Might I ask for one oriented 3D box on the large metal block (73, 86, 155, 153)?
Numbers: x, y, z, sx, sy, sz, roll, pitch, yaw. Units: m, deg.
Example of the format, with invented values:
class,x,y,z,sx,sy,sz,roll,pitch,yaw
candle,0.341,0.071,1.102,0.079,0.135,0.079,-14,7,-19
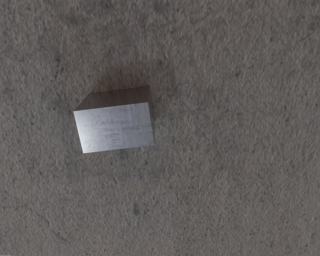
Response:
class,x,y,z,sx,sy,sz,roll,pitch,yaw
large metal block,-0.049,-0.013,0.375,0.080,0.080,0.050,-7,110,2
